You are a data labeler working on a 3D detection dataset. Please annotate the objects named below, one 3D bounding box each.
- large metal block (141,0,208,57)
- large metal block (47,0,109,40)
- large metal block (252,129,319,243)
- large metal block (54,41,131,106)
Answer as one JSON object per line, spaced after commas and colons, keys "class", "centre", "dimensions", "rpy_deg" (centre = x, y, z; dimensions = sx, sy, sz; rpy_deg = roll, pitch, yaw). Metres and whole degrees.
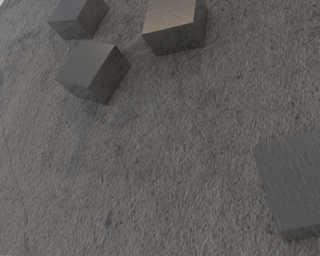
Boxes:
{"class": "large metal block", "centre": [0.025, -0.164, 0.475], "dimensions": [0.080, 0.050, 0.080], "rpy_deg": [-5, 59, 25]}
{"class": "large metal block", "centre": [-0.160, -0.222, 0.608], "dimensions": [0.080, 0.050, 0.080], "rpy_deg": [8, 66, 31]}
{"class": "large metal block", "centre": [0.139, 0.052, 0.283], "dimensions": [0.080, 0.050, 0.080], "rpy_deg": [-19, 54, 17]}
{"class": "large metal block", "centre": [-0.108, -0.090, 0.500], "dimensions": [0.080, 0.050, 0.080], "rpy_deg": [17, 71, 34]}
